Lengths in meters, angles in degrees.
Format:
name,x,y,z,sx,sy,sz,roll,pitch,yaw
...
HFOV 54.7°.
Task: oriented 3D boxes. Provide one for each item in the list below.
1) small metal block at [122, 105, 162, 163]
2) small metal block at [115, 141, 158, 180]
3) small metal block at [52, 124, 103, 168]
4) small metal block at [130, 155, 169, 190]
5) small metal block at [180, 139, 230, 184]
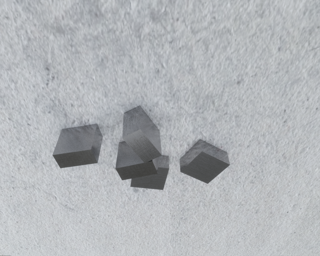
name,x,y,z,sx,sy,sz,roll,pitch,yaw
small metal block,-0.023,0.008,0.396,0.025,0.050,0.050,-26,125,16
small metal block,-0.030,0.040,0.425,0.050,0.050,0.025,-12,129,10
small metal block,-0.107,0.023,0.409,0.050,0.050,0.025,-9,130,7
small metal block,-0.016,0.065,0.462,0.050,0.025,0.050,7,130,-7
small metal block,0.064,0.050,0.451,0.050,0.025,0.050,26,125,-21
